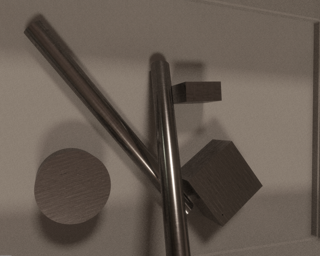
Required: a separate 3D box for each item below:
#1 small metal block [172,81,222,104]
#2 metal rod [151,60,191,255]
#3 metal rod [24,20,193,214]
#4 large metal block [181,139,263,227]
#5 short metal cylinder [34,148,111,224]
[{"bbox_3d":[0.047,-0.047,0.416,0.050,0.050,0.025,-4,92,-20],"label":"small metal block"},{"bbox_3d":[0.012,0.053,0.351,0.025,0.025,0.299,5,64,-20],"label":"metal rod"},{"bbox_3d":[-0.055,-0.002,0.390,0.025,0.025,0.300,-42,104,-15],"label":"metal rod"},{"bbox_3d":[0.079,0.073,0.428,0.080,0.050,0.080,-40,103,-16],"label":"large metal block"},{"bbox_3d":[-0.102,0.065,0.360,0.081,0.050,0.079,0,90,-21],"label":"short metal cylinder"}]
